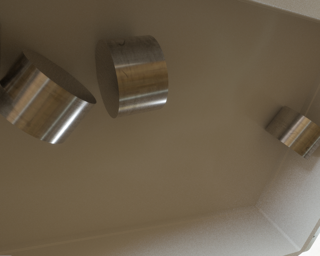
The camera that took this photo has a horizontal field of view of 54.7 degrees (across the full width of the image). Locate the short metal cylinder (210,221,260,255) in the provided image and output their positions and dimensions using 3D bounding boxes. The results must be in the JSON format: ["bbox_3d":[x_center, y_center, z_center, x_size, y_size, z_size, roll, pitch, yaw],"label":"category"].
[{"bbox_3d":[0.144,0.228,0.599,0.081,0.080,0.050,2,117,-30],"label":"short metal cylinder"}]

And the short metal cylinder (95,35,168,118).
[{"bbox_3d":[-0.032,-0.054,0.324,0.050,0.080,0.079,-13,124,-22],"label":"short metal cylinder"}]

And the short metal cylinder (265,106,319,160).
[{"bbox_3d":[0.219,0.007,0.501,0.080,0.080,0.050,27,103,-38],"label":"short metal cylinder"}]

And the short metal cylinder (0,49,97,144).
[{"bbox_3d":[-0.109,-0.030,0.296,0.080,0.080,0.050,35,99,-39],"label":"short metal cylinder"}]
